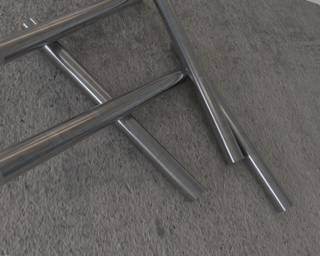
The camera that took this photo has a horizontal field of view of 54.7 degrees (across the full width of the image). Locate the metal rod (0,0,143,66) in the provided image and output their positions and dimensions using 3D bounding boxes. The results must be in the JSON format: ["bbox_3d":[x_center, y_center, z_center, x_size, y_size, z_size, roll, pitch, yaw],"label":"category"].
[{"bbox_3d":[-0.098,-0.153,0.421,0.025,0.025,0.301,41,44,0],"label":"metal rod"}]

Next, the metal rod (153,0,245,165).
[{"bbox_3d":[0.050,-0.088,0.462,0.025,0.025,0.299,-14,76,-34],"label":"metal rod"}]

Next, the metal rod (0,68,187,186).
[{"bbox_3d":[-0.049,-0.022,0.352,0.025,0.025,0.302,48,39,5],"label":"metal rod"}]

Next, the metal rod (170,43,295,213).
[{"bbox_3d":[0.101,-0.014,0.466,0.025,0.025,0.299,-20,73,-36],"label":"metal rod"}]

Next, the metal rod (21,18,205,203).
[{"bbox_3d":[-0.060,-0.024,0.385,0.300,0.025,0.025,45,51,3],"label":"metal rod"}]
